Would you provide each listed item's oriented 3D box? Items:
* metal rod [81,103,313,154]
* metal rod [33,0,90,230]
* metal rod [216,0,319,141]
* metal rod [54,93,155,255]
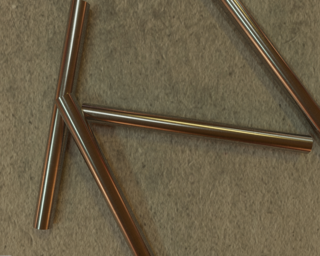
[{"bbox_3d":[0.048,0.001,0.410,0.302,0.025,0.025,8,90,-1],"label":"metal rod"},{"bbox_3d":[-0.130,-0.018,0.408,0.025,0.025,0.298,10,90,-1],"label":"metal rod"},{"bbox_3d":[0.153,-0.085,0.411,0.025,0.025,0.299,-37,90,0],"label":"metal rod"},{"bbox_3d":[-0.055,0.096,0.397,0.025,0.025,0.299,-26,95,0],"label":"metal rod"}]
